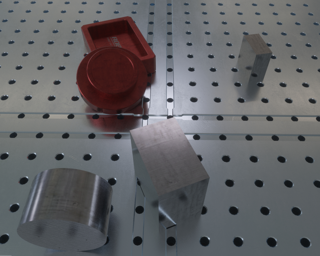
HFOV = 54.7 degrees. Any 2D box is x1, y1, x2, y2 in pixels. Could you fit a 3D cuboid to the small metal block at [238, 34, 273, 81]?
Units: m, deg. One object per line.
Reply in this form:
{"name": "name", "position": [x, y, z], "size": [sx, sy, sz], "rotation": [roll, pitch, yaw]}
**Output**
{"name": "small metal block", "position": [0.147, -0.111, 0.486], "size": [0.025, 0.050, 0.050], "rotation": [-9, 51, -7]}

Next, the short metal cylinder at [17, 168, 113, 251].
{"name": "short metal cylinder", "position": [-0.089, 0.082, 0.303], "size": [0.080, 0.080, 0.050], "rotation": [1, 50, 1]}

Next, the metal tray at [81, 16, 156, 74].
{"name": "metal tray", "position": [-0.071, -0.133, 0.515], "size": [0.091, 0.030, 0.130], "rotation": [-17, 52, -14]}

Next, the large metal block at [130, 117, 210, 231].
{"name": "large metal block", "position": [0.007, 0.049, 0.330], "size": [0.050, 0.080, 0.080], "rotation": [-17, 52, -14]}

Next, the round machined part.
{"name": "round machined part", "position": [-0.066, -0.071, 0.432], "size": [0.099, 0.042, 0.098], "rotation": [3, 74, -9]}
